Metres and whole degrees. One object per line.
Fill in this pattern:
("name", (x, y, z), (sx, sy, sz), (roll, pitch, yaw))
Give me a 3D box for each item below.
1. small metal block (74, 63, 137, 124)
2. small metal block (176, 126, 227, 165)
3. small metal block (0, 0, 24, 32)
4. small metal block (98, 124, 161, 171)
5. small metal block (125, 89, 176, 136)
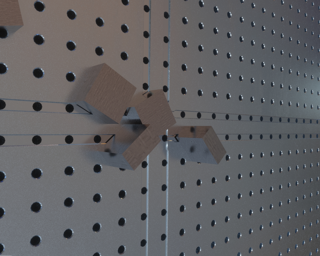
("small metal block", (-0.062, -0.039, 0.359), (0.050, 0.025, 0.050), (37, 68, -34))
("small metal block", (0.059, 0.024, 0.445), (0.025, 0.050, 0.050), (-49, 119, -29))
("small metal block", (-0.158, -0.114, 0.277), (0.050, 0.025, 0.050), (-17, 101, -39))
("small metal block", (-0.036, 0.021, 0.365), (0.050, 0.050, 0.025), (-48, 119, -30))
("small metal block", (-0.012, -0.016, 0.401), (0.050, 0.025, 0.050), (-37, 113, -34))
